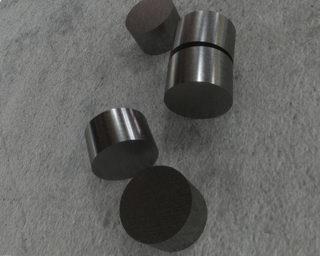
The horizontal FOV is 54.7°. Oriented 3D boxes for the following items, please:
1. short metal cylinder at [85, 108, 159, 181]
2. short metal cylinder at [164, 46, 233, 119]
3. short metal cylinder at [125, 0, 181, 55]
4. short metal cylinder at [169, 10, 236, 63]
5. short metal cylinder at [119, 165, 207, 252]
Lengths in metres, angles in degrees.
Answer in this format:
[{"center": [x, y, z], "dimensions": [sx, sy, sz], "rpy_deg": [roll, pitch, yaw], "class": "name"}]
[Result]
[{"center": [-0.048, 0.021, 0.379], "dimensions": [0.080, 0.080, 0.050], "rpy_deg": [-29, 52, 9], "class": "short metal cylinder"}, {"center": [0.047, -0.052, 0.375], "dimensions": [0.080, 0.080, 0.050], "rpy_deg": [-7, 59, 24], "class": "short metal cylinder"}, {"center": [-0.007, -0.163, 0.490], "dimensions": [0.080, 0.050, 0.080], "rpy_deg": [-13, 56, 20], "class": "short metal cylinder"}, {"center": [0.056, -0.103, 0.402], "dimensions": [0.080, 0.080, 0.050], "rpy_deg": [-3, 61, 26], "class": "short metal cylinder"}, {"center": [0.004, 0.087, 0.331], "dimensions": [0.080, 0.050, 0.080], "rpy_deg": [-13, 56, 20], "class": "short metal cylinder"}]
